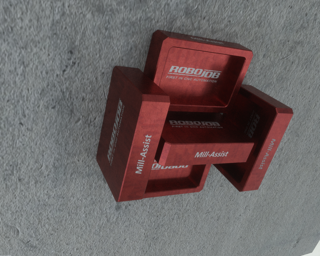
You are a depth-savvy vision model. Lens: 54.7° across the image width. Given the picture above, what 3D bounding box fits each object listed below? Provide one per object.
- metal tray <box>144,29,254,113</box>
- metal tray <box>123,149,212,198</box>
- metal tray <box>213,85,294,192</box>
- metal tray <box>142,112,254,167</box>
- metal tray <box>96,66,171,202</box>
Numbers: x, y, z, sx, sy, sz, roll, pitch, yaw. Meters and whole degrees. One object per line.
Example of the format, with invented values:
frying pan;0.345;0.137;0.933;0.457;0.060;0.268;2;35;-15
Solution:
metal tray;0.045;-0.066;0.389;0.131;0.030;0.089;0;121;-29
metal tray;0.013;0.053;0.447;0.131;0.030;0.089;0;117;-29
metal tray;0.122;0.013;0.441;0.030;0.090;0.129;1;118;-29
metal tray;0.042;0.009;0.396;0.131;0.090;0.030;1;119;-29
metal tray;-0.036;0.006;0.350;0.030;0.090;0.129;1;119;-29
